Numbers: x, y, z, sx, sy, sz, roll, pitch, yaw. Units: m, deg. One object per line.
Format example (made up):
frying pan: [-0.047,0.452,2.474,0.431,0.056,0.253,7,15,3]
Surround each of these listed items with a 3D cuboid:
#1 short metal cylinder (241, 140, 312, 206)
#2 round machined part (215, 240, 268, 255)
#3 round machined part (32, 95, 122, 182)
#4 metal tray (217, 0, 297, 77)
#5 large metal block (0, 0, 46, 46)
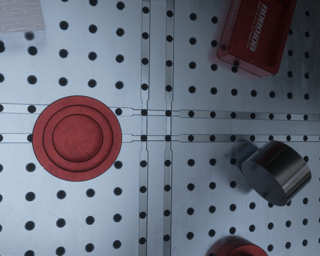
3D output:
short metal cylinder: [0.165,0.064,0.444,0.050,0.080,0.080,-36,102,-16]
round machined part: [0.124,0.218,0.450,0.099,0.042,0.097,0,90,-20]
round machined part: [-0.098,0.012,0.367,0.099,0.042,0.097,0,90,-20]
metal tray: [0.147,-0.152,0.463,0.091,0.030,0.129,19,84,-19]
large metal block: [-0.174,-0.135,0.335,0.081,0.050,0.080,-12,94,-20]
